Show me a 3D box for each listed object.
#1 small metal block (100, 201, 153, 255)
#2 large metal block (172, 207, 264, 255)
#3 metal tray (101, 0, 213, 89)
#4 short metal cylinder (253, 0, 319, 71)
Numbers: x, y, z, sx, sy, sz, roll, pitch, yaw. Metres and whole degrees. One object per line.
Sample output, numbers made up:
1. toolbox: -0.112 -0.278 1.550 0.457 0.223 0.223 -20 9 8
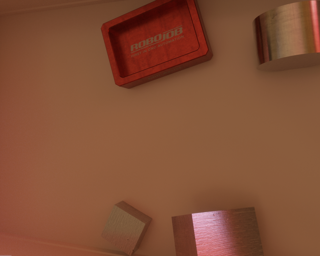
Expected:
1. small metal block: -0.046 0.137 0.426 0.050 0.025 0.050 27 99 17
2. large metal block: 0.064 0.134 0.343 0.081 0.050 0.080 1 71 -24
3. metal tray: -0.006 -0.114 0.409 0.130 0.030 0.090 -17 85 18
4. short metal cylinder: 0.143 -0.094 0.331 0.080 0.080 0.050 -5 88 19
